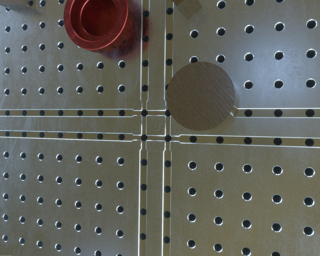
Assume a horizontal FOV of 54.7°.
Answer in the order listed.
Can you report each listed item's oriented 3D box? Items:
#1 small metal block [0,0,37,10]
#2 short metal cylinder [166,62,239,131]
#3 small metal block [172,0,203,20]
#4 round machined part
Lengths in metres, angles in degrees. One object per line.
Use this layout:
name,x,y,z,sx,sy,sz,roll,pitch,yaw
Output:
small metal block,-0.223,-0.216,0.489,0.050,0.025,0.050,9,93,19
short metal cylinder,0.054,-0.037,0.380,0.080,0.050,0.079,0,90,19
small metal block,0.024,-0.171,0.390,0.025,0.050,0.050,-38,78,16
round machined part,-0.080,-0.153,0.431,0.098,0.042,0.097,0,90,19
